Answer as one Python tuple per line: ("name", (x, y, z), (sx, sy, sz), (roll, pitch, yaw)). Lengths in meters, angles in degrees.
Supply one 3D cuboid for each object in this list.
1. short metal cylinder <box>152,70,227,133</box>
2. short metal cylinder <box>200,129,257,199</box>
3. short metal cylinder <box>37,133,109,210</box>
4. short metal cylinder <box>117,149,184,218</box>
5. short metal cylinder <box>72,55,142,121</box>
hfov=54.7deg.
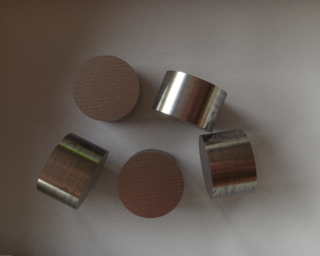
("short metal cylinder", (0.036, -0.032, 0.384), (0.080, 0.080, 0.050), (22, 90, -1))
("short metal cylinder", (0.081, 0.044, 0.383), (0.050, 0.080, 0.080), (-9, 90, 0))
("short metal cylinder", (-0.105, 0.052, 0.380), (0.050, 0.080, 0.080), (27, 90, -1))
("short metal cylinder", (-0.011, 0.069, 0.397), (0.081, 0.050, 0.079), (0, 90, -1))
("short metal cylinder", (-0.065, -0.048, 0.396), (0.081, 0.050, 0.079), (0, 90, -1))
